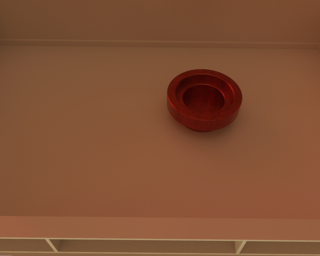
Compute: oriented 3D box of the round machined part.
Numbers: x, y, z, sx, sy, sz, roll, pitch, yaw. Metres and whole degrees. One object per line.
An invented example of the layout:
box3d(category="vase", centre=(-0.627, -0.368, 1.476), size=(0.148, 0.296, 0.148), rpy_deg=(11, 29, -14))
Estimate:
box3d(category="round machined part", centre=(0.059, -0.033, 0.423), size=(0.099, 0.042, 0.098), rpy_deg=(0, 50, 0))
